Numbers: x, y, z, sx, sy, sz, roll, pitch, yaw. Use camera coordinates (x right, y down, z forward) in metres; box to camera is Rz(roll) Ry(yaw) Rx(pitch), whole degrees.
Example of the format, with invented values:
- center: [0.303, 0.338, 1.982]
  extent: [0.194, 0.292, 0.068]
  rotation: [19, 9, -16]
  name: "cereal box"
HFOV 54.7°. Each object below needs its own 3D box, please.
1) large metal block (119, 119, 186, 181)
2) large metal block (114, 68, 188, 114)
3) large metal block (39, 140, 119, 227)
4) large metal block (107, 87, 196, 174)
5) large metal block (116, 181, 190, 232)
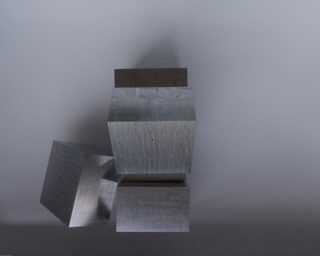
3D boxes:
- center: [-0.010, 0.024, 0.399]
  extent: [0.081, 0.050, 0.079]
  rotation: [-1, 90, -1]
  name: "large metal block"
- center: [-0.010, -0.041, 0.381]
  extent: [0.081, 0.080, 0.050]
  rotation: [-1, 90, -1]
  name: "large metal block"
- center: [-0.096, 0.064, 0.373]
  extent: [0.050, 0.080, 0.080]
  rotation: [12, 91, -43]
  name: "large metal block"
- center: [-0.007, 0.004, 0.326]
  extent: [0.081, 0.079, 0.050]
  rotation: [-1, 45, -1]
  name: "large metal block"
- center: [-0.008, 0.090, 0.382]
  extent: [0.081, 0.080, 0.050]
  rotation: [0, 90, -1]
  name: "large metal block"
